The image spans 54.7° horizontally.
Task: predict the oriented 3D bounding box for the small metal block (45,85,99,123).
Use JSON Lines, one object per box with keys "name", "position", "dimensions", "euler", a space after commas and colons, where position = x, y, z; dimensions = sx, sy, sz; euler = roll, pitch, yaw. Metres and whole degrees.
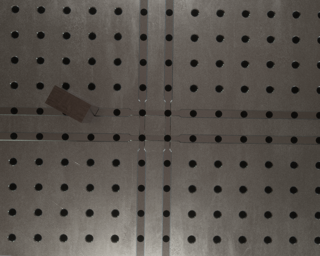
{"name": "small metal block", "position": [-0.111, -0.029, 0.399], "dimensions": [0.050, 0.050, 0.025], "euler": [29, 90, -1]}
